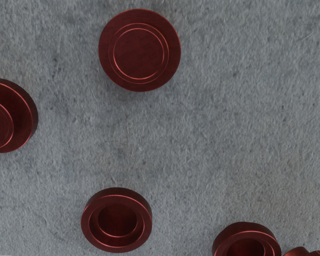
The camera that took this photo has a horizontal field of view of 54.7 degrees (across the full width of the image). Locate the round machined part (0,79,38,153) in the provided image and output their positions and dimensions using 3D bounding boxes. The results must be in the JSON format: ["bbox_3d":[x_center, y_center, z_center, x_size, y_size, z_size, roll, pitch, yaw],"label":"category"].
[{"bbox_3d":[-0.212,-0.012,0.393,0.099,0.042,0.097,0,110,-1],"label":"round machined part"}]

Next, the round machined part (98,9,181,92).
[{"bbox_3d":[-0.024,-0.090,0.367,0.099,0.042,0.097,0,110,-1],"label":"round machined part"}]

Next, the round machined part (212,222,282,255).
[{"bbox_3d":[0.128,0.183,0.470,0.099,0.042,0.097,0,110,-1],"label":"round machined part"}]

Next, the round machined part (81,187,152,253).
[{"bbox_3d":[-0.060,0.127,0.447,0.099,0.042,0.097,0,110,-1],"label":"round machined part"}]

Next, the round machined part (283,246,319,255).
[{"bbox_3d":[0.210,0.220,0.471,0.099,0.042,0.097,-16,127,-21],"label":"round machined part"}]
